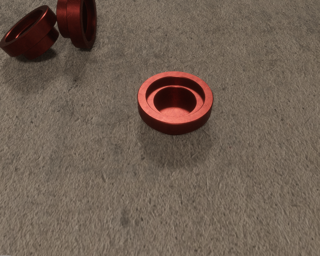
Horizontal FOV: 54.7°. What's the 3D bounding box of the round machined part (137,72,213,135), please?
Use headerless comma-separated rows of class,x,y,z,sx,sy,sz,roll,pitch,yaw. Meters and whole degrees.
round machined part,0.020,-0.029,0.417,0.099,0.042,0.098,0,50,0

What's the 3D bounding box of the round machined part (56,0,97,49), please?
round machined part,-0.137,-0.181,0.506,0.042,0.097,0.098,4,50,2

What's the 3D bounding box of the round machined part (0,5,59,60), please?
round machined part,-0.202,-0.147,0.496,0.098,0.042,0.098,-21,43,21
